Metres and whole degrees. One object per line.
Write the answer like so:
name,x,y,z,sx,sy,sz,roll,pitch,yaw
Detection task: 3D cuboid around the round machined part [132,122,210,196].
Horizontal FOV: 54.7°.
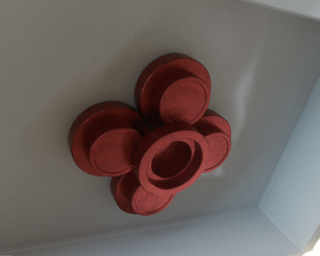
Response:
round machined part,0.011,0.035,0.395,0.099,0.042,0.097,-14,124,-21

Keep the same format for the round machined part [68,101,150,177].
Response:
round machined part,-0.057,0.020,0.376,0.099,0.042,0.097,-14,124,-21

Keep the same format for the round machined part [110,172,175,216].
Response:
round machined part,-0.016,0.084,0.438,0.099,0.042,0.097,-14,123,-22

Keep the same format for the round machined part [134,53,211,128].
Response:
round machined part,0.022,-0.039,0.382,0.099,0.042,0.097,-14,124,-21

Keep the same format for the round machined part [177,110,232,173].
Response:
round machined part,0.062,0.026,0.444,0.099,0.042,0.097,-14,124,-21
